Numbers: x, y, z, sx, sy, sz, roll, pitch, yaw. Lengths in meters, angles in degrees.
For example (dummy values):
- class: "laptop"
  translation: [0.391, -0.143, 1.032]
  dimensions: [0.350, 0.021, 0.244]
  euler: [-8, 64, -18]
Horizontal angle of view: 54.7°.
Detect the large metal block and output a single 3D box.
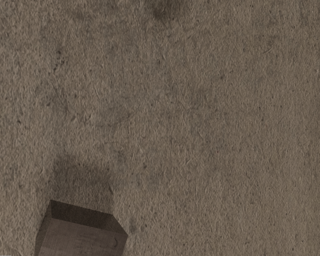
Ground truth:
- class: "large metal block"
  translation: [-0.091, 0.123, 0.347]
  dimensions: [0.080, 0.080, 0.050]
  euler: [20, 83, -19]
